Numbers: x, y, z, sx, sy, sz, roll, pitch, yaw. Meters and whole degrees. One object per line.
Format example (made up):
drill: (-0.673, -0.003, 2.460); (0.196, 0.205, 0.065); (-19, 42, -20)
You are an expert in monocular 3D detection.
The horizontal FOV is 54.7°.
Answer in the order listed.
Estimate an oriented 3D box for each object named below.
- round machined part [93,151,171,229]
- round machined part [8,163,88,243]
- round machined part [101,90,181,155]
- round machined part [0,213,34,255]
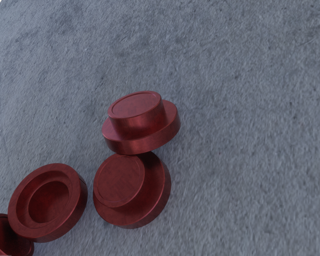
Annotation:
round machined part: (-0.040, 0.067, 0.371); (0.098, 0.042, 0.098); (-13, 56, 20)
round machined part: (-0.137, 0.097, 0.396); (0.098, 0.042, 0.098); (-9, 52, 12)
round machined part: (-0.027, -0.013, 0.388); (0.098, 0.042, 0.098); (-12, 31, 7)
round machined part: (-0.191, 0.142, 0.368); (0.042, 0.098, 0.098); (-41, 51, 1)
